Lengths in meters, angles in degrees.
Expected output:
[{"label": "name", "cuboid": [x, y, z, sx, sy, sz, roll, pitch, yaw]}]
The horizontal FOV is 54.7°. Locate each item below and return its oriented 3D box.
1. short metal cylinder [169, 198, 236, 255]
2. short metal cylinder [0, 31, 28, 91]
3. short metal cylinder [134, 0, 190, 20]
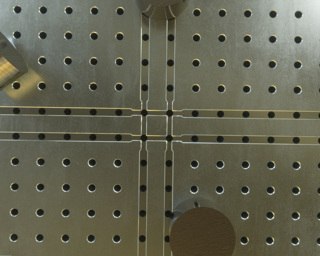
[{"label": "short metal cylinder", "cuboid": [0.052, 0.136, 0.401, 0.081, 0.050, 0.079, 0, 90, 0]}, {"label": "short metal cylinder", "cuboid": [-0.213, -0.087, 0.384, 0.050, 0.080, 0.080, -35, 90, 0]}, {"label": "short metal cylinder", "cuboid": [0.003, -0.188, 0.401, 0.081, 0.050, 0.079, 0, 90, 0]}]
